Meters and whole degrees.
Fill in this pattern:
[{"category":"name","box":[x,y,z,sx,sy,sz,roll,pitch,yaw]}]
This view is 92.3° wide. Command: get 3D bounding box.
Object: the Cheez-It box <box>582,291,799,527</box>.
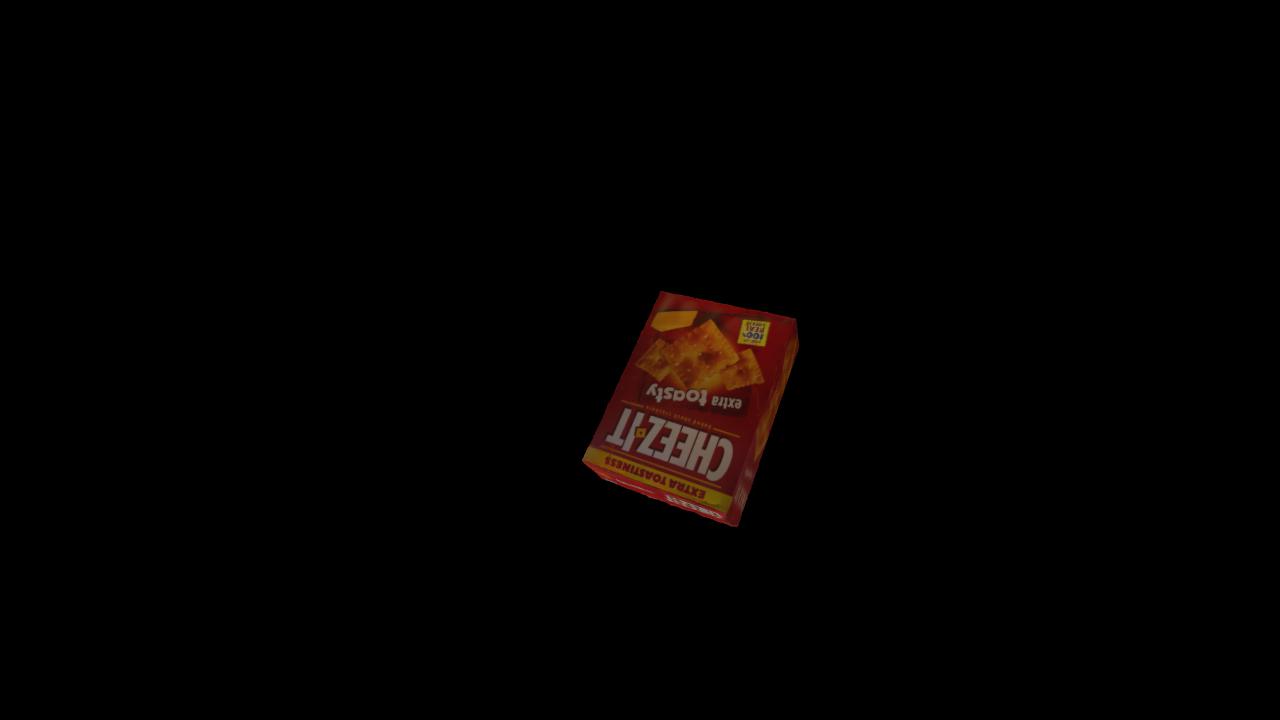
[{"category":"Cheez-It box","box":[0.060,0.045,0.667,0.166,0.223,0.071,15,-21,25]}]
